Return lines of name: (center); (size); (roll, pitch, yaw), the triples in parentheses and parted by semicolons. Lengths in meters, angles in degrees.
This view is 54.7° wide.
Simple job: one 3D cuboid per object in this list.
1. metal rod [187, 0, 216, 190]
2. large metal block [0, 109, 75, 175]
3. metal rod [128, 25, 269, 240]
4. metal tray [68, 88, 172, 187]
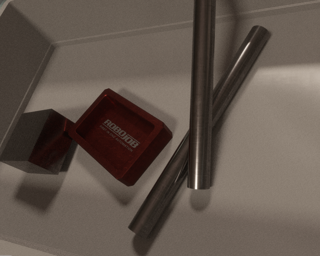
metal rod: (0.049, -0.082, 0.352); (0.025, 0.025, 0.298); (1, 87, 28)
large metal block: (-0.179, 0.022, 0.460); (0.080, 0.050, 0.080); (-4, 59, 37)
metal rod: (0.054, -0.005, 0.379); (0.025, 0.025, 0.300); (23, 74, 36)
metal tray: (-0.058, 0.008, 0.426); (0.130, 0.030, 0.090); (33, 80, 37)
